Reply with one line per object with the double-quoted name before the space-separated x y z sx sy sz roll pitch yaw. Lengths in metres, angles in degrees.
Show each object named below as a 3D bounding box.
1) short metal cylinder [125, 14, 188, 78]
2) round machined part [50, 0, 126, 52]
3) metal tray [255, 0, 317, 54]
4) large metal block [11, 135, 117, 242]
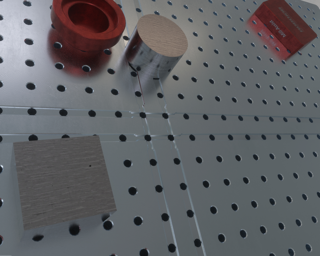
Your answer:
"short metal cylinder" -0.006 -0.122 0.463 0.081 0.050 0.080 14 56 -21
"round machined part" -0.101 -0.146 0.432 0.099 0.042 0.098 14 56 -21
"metal tray" 0.287 -0.236 0.703 0.091 0.030 0.130 -33 80 -38
"large metal block" -0.097 0.057 0.305 0.081 0.050 0.080 -4 64 -30
